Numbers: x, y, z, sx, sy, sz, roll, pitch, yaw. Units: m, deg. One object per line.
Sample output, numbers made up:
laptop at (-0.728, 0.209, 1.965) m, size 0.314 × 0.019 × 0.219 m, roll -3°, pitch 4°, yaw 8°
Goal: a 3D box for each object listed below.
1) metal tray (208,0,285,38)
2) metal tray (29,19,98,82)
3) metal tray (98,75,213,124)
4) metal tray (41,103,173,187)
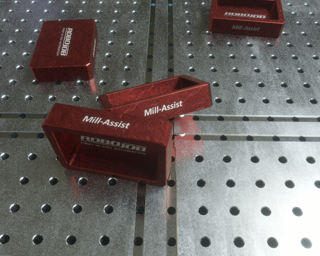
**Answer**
metal tray at (0.161, -0.213, 0.584) m, size 0.131 × 0.030 × 0.090 m, roll 7°, pitch 50°, yaw 5°
metal tray at (-0.154, -0.132, 0.515) m, size 0.091 × 0.030 × 0.130 m, roll -3°, pitch 50°, yaw -3°
metal tray at (-0.009, -0.036, 0.407) m, size 0.131 × 0.030 × 0.090 m, roll -16°, pitch 20°, yaw -13°
metal tray at (-0.053, 0.021, 0.346) m, size 0.131 × 0.090 × 0.030 m, roll 9°, pitch 53°, yaw 8°
